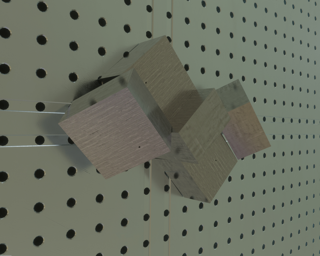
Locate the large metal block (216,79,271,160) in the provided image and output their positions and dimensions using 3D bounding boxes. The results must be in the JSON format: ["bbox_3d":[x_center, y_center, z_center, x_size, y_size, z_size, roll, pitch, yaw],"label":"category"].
[{"bbox_3d":[0.117,-0.014,0.462,0.080,0.050,0.080,56,18,-26],"label":"large metal block"}]

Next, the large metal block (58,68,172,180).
[{"bbox_3d":[-0.043,-0.003,0.327,0.080,0.080,0.050,56,19,-25],"label":"large metal block"}]

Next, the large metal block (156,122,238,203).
[{"bbox_3d":[0.054,0.045,0.436,0.080,0.050,0.080,-48,117,-29],"label":"large metal block"}]

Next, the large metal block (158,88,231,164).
[{"bbox_3d":[0.029,-0.004,0.396,0.080,0.080,0.050,-50,121,-28],"label":"large metal block"}]

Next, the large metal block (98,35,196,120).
[{"bbox_3d":[-0.013,-0.053,0.381,0.080,0.050,0.080,-48,119,-27],"label":"large metal block"}]
